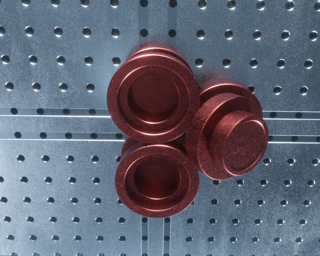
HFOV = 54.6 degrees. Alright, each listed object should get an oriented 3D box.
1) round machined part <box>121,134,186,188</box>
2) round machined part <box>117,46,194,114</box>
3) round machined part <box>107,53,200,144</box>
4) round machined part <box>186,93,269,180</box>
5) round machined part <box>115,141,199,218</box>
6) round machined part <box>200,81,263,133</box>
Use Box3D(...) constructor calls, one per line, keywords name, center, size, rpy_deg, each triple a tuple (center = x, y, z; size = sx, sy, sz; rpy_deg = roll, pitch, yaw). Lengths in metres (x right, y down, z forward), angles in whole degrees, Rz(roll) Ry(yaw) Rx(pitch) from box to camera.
Box3D(name="round machined part", center=(-0.004, 0.042, 0.420), size=(0.099, 0.042, 0.097), rpy_deg=(0, 110, 0))
Box3D(name="round machined part", center=(-0.005, -0.050, 0.387), size=(0.099, 0.042, 0.097), rpy_deg=(0, 110, 0))
Box3D(name="round machined part", center=(-0.007, -0.035, 0.346), size=(0.099, 0.042, 0.097), rpy_deg=(0, 110, 0))
Box3D(name="round machined part", center=(0.081, 0.013, 0.342), size=(0.099, 0.042, 0.097), rpy_deg=(-12, 113, -30))
Box3D(name="round machined part", center=(-0.003, 0.057, 0.380), size=(0.099, 0.042, 0.097), rpy_deg=(0, 110, 0))
Box3D(name="round machined part", center=(0.084, -0.009, 0.402), size=(0.099, 0.042, 0.097), rpy_deg=(0, 110, 0))
